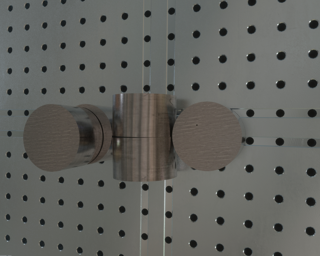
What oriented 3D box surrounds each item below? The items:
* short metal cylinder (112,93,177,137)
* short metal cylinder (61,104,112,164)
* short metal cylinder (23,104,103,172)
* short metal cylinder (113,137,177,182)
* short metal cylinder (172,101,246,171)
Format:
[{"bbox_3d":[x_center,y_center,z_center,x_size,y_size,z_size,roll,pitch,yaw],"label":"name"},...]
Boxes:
[{"bbox_3d":[-0.019,-0.015,0.390,0.080,0.080,0.050,1,91,20],"label":"short metal cylinder"},{"bbox_3d":[-0.090,0.008,0.431,0.080,0.050,0.079,0,90,19],"label":"short metal cylinder"},{"bbox_3d":[-0.120,0.011,0.387,0.080,0.050,0.079,0,90,20],"label":"short metal cylinder"},{"bbox_3d":[-0.019,0.036,0.390,0.080,0.080,0.050,-1,90,20],"label":"short metal cylinder"},{"bbox_3d":[0.061,0.009,0.377,0.080,0.050,0.079,0,90,19],"label":"short metal cylinder"}]
